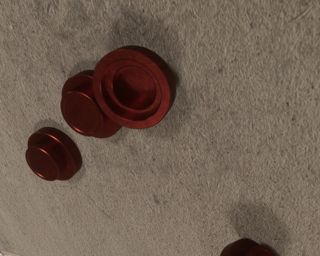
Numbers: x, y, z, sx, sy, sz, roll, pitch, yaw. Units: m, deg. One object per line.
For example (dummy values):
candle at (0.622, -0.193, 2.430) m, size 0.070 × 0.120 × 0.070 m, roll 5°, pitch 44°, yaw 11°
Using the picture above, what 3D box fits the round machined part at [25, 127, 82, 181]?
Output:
round machined part at (-0.185, 0.050, 0.522) m, size 0.098 × 0.042 × 0.097 m, roll 13°, pitch 124°, yaw 20°

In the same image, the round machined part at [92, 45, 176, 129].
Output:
round machined part at (-0.028, -0.051, 0.373) m, size 0.098 × 0.042 × 0.097 m, roll 9°, pitch 120°, yaw 17°

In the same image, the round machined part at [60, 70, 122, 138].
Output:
round machined part at (-0.097, -0.027, 0.428) m, size 0.098 × 0.042 × 0.097 m, roll 13°, pitch 124°, yaw 20°

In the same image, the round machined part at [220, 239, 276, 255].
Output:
round machined part at (0.129, 0.197, 0.412) m, size 0.098 × 0.098 × 0.042 m, roll 43°, pitch 129°, yaw -2°
